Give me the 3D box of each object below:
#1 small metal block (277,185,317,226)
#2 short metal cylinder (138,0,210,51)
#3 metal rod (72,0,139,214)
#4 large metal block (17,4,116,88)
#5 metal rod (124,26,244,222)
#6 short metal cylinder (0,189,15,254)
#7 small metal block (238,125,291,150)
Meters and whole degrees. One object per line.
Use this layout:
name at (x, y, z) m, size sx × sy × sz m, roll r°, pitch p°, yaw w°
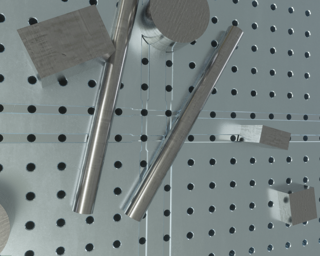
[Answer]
small metal block at (0.219, 0.122, 0.493) m, size 0.050 × 0.025 × 0.050 m, roll -9°, pitch 93°, yaw -20°
short metal cylinder at (0.017, -0.145, 0.405) m, size 0.081 × 0.050 × 0.080 m, roll 0°, pitch 90°, yaw -20°
metal rod at (-0.064, -0.044, 0.388) m, size 0.025 × 0.025 × 0.298 m, roll 13°, pitch 86°, yaw -20°
large metal block at (-0.104, -0.087, 0.345) m, size 0.081 × 0.080 × 0.050 m, roll -27°, pitch 99°, yaw -18°
metal rod at (0.037, -0.013, 0.426) m, size 0.025 × 0.025 × 0.300 m, roll 33°, pitch 79°, yaw -17°
short metal cylinder at (-0.200, 0.102, 0.326) m, size 0.081 × 0.050 × 0.080 m, roll 0°, pitch 90°, yaw -20°
small metal block at (0.153, 0.014, 0.455) m, size 0.050 × 0.050 × 0.025 m, roll 14°, pitch 86°, yaw -20°
